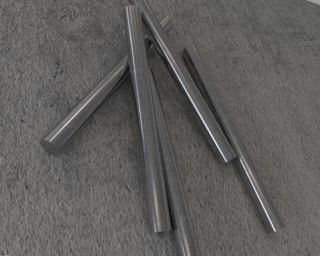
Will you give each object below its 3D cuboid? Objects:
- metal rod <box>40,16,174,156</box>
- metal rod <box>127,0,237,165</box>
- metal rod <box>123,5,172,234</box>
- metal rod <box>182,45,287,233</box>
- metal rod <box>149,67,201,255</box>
[{"bbox_3d":[-0.052,-0.077,0.422,0.025,0.025,0.301,36,51,-4],"label":"metal rod"},{"bbox_3d":[0.023,-0.086,0.444,0.025,0.025,0.299,-24,82,-36],"label":"metal rod"},{"bbox_3d":[-0.020,-0.026,0.387,0.025,0.025,0.299,3,67,-27],"label":"metal rod"},{"bbox_3d":[0.101,0.003,0.455,0.025,0.025,0.299,-9,66,-32],"label":"metal rod"},{"bbox_3d":[0.011,0.053,0.376,0.025,0.025,0.299,0,62,-28],"label":"metal rod"}]
